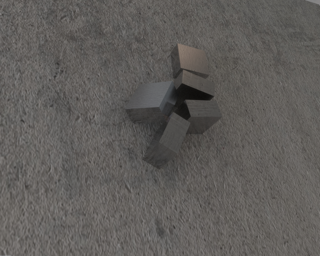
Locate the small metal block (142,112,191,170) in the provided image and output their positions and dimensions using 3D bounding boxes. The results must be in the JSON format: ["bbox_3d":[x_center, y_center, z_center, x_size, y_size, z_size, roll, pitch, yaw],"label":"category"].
[{"bbox_3d":[0.008,0.016,0.382,0.025,0.050,0.050,32,52,-8],"label":"small metal block"}]

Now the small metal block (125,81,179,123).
[{"bbox_3d":[-0.010,-0.033,0.400,0.025,0.050,0.050,62,39,-38],"label":"small metal block"}]

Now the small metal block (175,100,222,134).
[{"bbox_3d":[0.047,-0.014,0.421,0.050,0.050,0.025,-1,62,-29],"label":"small metal block"}]

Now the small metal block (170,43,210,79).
[{"bbox_3d":[0.047,-0.101,0.490,0.050,0.025,0.050,9,58,-24],"label":"small metal block"}]

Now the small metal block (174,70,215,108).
[{"bbox_3d":[0.043,-0.050,0.441,0.050,0.050,0.025,19,54,-17],"label":"small metal block"}]
